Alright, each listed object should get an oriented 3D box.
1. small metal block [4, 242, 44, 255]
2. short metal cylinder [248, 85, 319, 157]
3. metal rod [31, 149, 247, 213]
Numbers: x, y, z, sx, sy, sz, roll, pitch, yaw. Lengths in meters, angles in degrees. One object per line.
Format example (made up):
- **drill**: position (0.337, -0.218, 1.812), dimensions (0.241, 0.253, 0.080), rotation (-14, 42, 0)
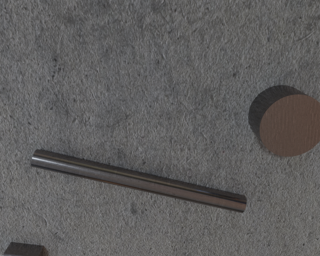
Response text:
- **small metal block**: position (-0.213, 0.210, 0.484), dimensions (0.050, 0.025, 0.050), rotation (8, 110, -4)
- **short metal cylinder**: position (0.160, -0.010, 0.395), dimensions (0.081, 0.050, 0.079), rotation (0, 110, -1)
- **metal rod**: position (-0.025, 0.076, 0.437), dimensions (0.302, 0.025, 0.025), rotation (14, 110, -6)
